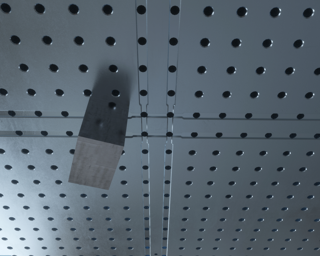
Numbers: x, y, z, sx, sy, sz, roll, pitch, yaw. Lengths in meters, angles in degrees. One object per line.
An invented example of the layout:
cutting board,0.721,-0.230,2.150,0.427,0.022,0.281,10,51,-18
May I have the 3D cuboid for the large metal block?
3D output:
large metal block,-0.076,0.017,0.389,0.050,0.080,0.079,14,129,-12
